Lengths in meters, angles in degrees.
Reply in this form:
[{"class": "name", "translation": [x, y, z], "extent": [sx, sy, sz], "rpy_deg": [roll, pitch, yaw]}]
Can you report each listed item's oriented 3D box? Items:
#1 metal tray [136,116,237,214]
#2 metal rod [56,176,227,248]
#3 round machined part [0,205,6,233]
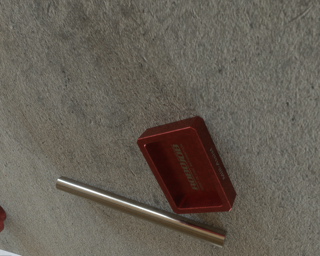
[{"class": "metal tray", "translation": [0.036, 0.055, 0.416], "extent": [0.090, 0.030, 0.129], "rpy_deg": [-14, 111, 33]}, {"class": "metal rod", "translation": [-0.042, 0.132, 0.508], "extent": [0.301, 0.025, 0.025], "rpy_deg": [14, 124, 20]}, {"class": "round machined part", "translation": [-0.407, 0.207, 0.734], "extent": [0.098, 0.042, 0.097], "rpy_deg": [13, 124, 20]}]
